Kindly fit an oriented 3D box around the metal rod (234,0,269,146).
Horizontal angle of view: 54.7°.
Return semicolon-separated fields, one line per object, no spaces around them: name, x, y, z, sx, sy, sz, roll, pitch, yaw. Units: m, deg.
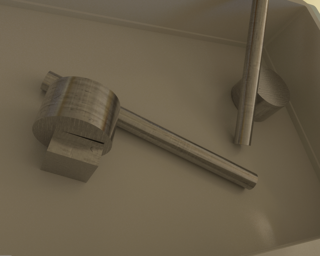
metal rod;0.144;-0.123;0.469;0.025;0.025;0.298;9;87;-24

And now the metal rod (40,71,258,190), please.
metal rod;-0.004;0.009;0.399;0.301;0.025;0.025;27;52;-12

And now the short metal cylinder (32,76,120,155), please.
short metal cylinder;-0.087;-0.009;0.330;0.081;0.080;0.050;19;54;-18

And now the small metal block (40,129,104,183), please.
small metal block;-0.092;0.031;0.322;0.050;0.050;0.025;20;54;-17

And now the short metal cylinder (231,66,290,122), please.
short metal cylinder;0.167;-0.057;0.517;0.081;0.050;0.080;14;56;-21
